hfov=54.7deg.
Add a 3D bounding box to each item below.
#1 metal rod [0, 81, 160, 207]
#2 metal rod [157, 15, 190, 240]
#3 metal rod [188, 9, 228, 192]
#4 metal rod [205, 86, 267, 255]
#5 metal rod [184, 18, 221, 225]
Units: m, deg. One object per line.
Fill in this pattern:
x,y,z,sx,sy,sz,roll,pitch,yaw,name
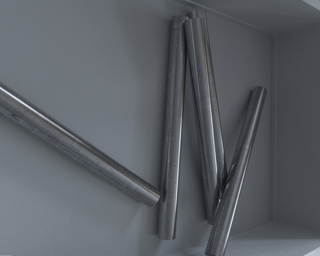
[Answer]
-0.106,0.007,0.317,0.301,0.025,0.025,41,65,-33,metal rod
0.018,-0.003,0.421,0.025,0.025,0.298,6,86,-40,metal rod
0.078,-0.023,0.471,0.025,0.025,0.298,-16,100,-39,metal rod
0.126,0.052,0.484,0.025,0.025,0.300,45,55,-31,metal rod
0.065,0.000,0.442,0.025,0.025,0.298,-19,108,-38,metal rod
